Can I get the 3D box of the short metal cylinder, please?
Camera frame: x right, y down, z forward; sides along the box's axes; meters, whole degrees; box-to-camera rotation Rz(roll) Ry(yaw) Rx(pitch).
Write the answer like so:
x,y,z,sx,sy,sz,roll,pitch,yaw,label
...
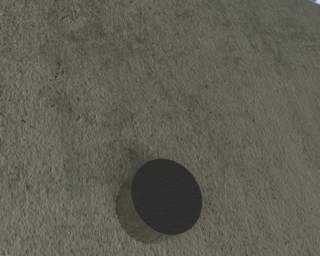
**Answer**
x,y,z,sx,sy,sz,roll,pitch,yaw,label
-0.002,0.080,0.337,0.081,0.050,0.080,13,56,-21,short metal cylinder
